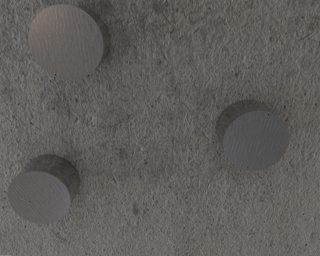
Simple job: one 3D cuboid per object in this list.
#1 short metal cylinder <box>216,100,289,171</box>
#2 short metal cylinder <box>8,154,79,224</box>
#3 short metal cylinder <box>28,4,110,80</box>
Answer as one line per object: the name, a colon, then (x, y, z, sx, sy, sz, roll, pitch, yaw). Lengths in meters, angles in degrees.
short metal cylinder: (0.117, 0.008, 0.400, 0.081, 0.050, 0.079, 0, 110, 0)
short metal cylinder: (-0.157, 0.083, 0.426, 0.081, 0.050, 0.079, 0, 110, 0)
short metal cylinder: (-0.102, -0.100, 0.359, 0.081, 0.050, 0.079, 0, 110, 0)
